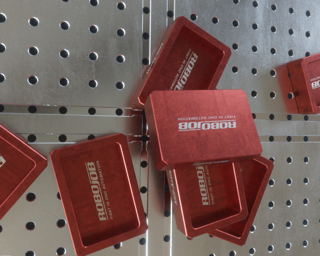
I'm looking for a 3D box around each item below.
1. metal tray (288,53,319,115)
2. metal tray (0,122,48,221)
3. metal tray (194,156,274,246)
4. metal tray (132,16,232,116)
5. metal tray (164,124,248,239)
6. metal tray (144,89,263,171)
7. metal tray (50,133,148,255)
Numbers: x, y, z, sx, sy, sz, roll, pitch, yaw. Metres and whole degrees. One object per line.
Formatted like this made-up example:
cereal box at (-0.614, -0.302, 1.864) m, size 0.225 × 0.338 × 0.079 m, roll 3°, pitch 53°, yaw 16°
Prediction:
metal tray at (0.280, -0.082, 0.512) m, size 0.131 × 0.030 × 0.090 m, roll -19°, pitch 96°, yaw -19°
metal tray at (-0.200, 0.060, 0.336) m, size 0.090 × 0.030 × 0.130 m, roll 42°, pitch 77°, yaw -15°
metal tray at (0.101, 0.091, 0.446) m, size 0.090 × 0.030 × 0.130 m, roll 26°, pitch 81°, yaw -18°
metal tray at (0.031, -0.071, 0.420) m, size 0.090 × 0.030 × 0.130 m, roll 29°, pitch 81°, yaw -18°
metal tray at (0.057, 0.063, 0.398) m, size 0.091 × 0.030 × 0.129 m, roll -12°, pitch 94°, yaw -20°
metal tray at (0.052, -0.001, 0.379) m, size 0.131 × 0.030 × 0.090 m, roll -3°, pitch 69°, yaw -20°
metal tray at (-0.074, 0.078, 0.382) m, size 0.091 × 0.030 × 0.129 m, roll -15°, pitch 95°, yaw -20°
